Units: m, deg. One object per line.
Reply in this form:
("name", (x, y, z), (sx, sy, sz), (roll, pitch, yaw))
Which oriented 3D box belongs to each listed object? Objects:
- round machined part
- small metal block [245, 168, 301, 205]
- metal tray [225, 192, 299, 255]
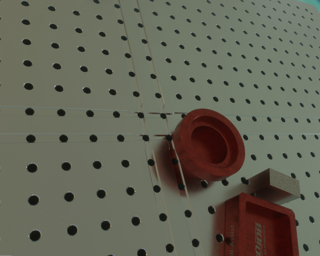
("round machined part", (0.061, 0.026, 0.417), (0.099, 0.042, 0.098), (14, 56, -21))
("small metal block", (0.154, 0.084, 0.427), (0.050, 0.050, 0.025), (23, 53, -15))
("metal tray", (0.126, 0.155, 0.380), (0.091, 0.030, 0.130), (22, 53, -16))
